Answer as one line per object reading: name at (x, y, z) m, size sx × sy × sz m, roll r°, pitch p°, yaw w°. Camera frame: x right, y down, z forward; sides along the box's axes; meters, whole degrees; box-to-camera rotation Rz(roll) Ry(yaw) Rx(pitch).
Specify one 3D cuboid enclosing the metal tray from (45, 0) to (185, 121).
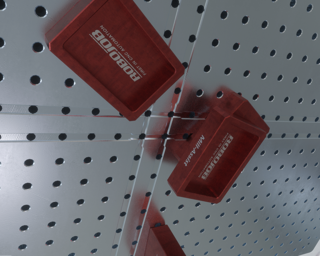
metal tray at (-0.043, -0.078, 0.335) m, size 0.090 × 0.030 × 0.130 m, roll -44°, pitch 129°, yaw 2°

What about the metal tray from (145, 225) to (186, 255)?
metal tray at (0.006, 0.241, 0.520) m, size 0.030 × 0.090 × 0.129 m, roll -4°, pitch 121°, yaw -26°

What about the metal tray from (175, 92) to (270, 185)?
metal tray at (0.097, 0.021, 0.473) m, size 0.130 × 0.030 × 0.090 m, roll -47°, pitch 129°, yaw 5°

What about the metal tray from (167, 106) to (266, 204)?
metal tray at (0.080, 0.042, 0.437) m, size 0.091 × 0.030 × 0.129 m, roll 20°, pitch 108°, yaw -36°
